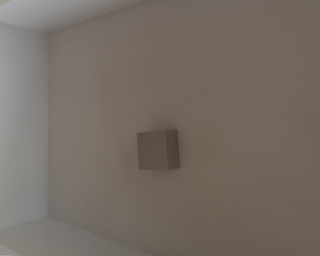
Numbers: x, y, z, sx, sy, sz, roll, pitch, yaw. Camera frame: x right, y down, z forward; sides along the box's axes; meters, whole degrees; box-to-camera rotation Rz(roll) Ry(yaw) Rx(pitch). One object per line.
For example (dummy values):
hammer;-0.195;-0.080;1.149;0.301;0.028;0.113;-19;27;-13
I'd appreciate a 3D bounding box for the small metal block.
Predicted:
small metal block;-0.003;0.029;0.410;0.050;0.025;0.050;-6;86;40
